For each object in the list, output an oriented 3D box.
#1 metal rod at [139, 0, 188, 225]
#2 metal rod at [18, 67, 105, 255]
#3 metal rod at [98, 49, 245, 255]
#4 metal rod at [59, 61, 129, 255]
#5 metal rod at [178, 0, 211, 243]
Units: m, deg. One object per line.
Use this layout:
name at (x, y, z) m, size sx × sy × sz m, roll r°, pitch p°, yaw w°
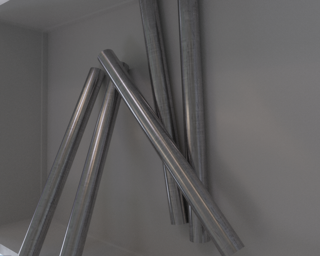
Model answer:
metal rod at (0.005, -0.029, 0.402) m, size 0.025 × 0.025 × 0.298 m, roll -14°, pitch 81°, yaw 39°
metal rod at (-0.137, 0.047, 0.441) m, size 0.025 × 0.025 × 0.299 m, roll -2°, pitch 64°, yaw 40°
metal rod at (-0.001, 0.012, 0.373) m, size 0.025 × 0.025 × 0.299 m, roll -48°, pitch 61°, yaw 29°
metal rod at (-0.083, 0.044, 0.399) m, size 0.025 × 0.025 × 0.299 m, roll -10°, pitch 60°, yaw 39°
metal rod at (0.041, -0.016, 0.373) m, size 0.025 × 0.025 × 0.298 m, roll -5°, pitch 87°, yaw 40°
